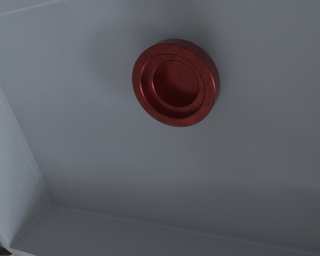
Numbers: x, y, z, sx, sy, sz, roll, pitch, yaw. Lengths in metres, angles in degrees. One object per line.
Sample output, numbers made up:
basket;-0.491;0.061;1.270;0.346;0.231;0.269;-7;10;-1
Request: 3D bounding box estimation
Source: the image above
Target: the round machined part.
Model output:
round machined part;0.021;-0.053;0.354;0.098;0.042;0.097;13;124;21
